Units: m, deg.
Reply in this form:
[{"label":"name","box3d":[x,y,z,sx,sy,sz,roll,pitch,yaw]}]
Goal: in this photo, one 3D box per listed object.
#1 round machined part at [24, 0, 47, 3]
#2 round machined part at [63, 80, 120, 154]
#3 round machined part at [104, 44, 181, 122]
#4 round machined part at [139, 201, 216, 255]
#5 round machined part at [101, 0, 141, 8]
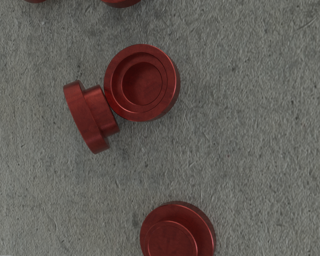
[{"label":"round machined part","box3d":[-0.182,-0.236,0.464,0.098,0.042,0.097,0,90,20]},{"label":"round machined part","box3d":[-0.085,-0.018,0.405,0.042,0.098,0.098,-24,82,-6]},{"label":"round machined part","box3d":[-0.020,-0.056,0.406,0.098,0.042,0.097,0,89,19]},{"label":"round machined part","box3d":[0.019,0.146,0.393,0.098,0.042,0.097,0,90,20]},{"label":"round machined part","box3d":[-0.048,-0.210,0.417,0.098,0.042,0.097,0,90,20]}]
